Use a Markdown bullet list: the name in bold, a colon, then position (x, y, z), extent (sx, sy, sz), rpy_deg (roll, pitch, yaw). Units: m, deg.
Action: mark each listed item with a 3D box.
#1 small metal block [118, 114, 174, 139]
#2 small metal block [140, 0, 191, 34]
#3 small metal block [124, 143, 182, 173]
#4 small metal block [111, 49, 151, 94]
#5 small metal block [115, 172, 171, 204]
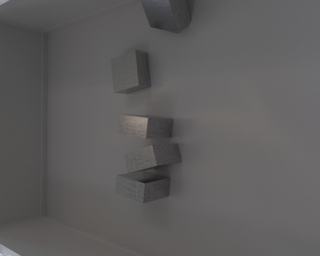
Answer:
- **small metal block**: position (-0.019, -0.003, 0.406), extent (0.050, 0.050, 0.025), rpy_deg (9, 96, 39)
- **small metal block**: position (0.006, -0.149, 0.383), extent (0.050, 0.050, 0.025), rpy_deg (26, 65, 37)
- **small metal block**: position (-0.009, 0.039, 0.398), extent (0.050, 0.050, 0.025), rpy_deg (-20, 77, 38)
- **small metal block**: position (-0.042, -0.079, 0.442), extent (0.050, 0.025, 0.050), rpy_deg (-10, 84, 39)
- **small metal block**: position (-0.022, 0.076, 0.409), extent (0.050, 0.050, 0.025), rpy_deg (8, 95, 40)
